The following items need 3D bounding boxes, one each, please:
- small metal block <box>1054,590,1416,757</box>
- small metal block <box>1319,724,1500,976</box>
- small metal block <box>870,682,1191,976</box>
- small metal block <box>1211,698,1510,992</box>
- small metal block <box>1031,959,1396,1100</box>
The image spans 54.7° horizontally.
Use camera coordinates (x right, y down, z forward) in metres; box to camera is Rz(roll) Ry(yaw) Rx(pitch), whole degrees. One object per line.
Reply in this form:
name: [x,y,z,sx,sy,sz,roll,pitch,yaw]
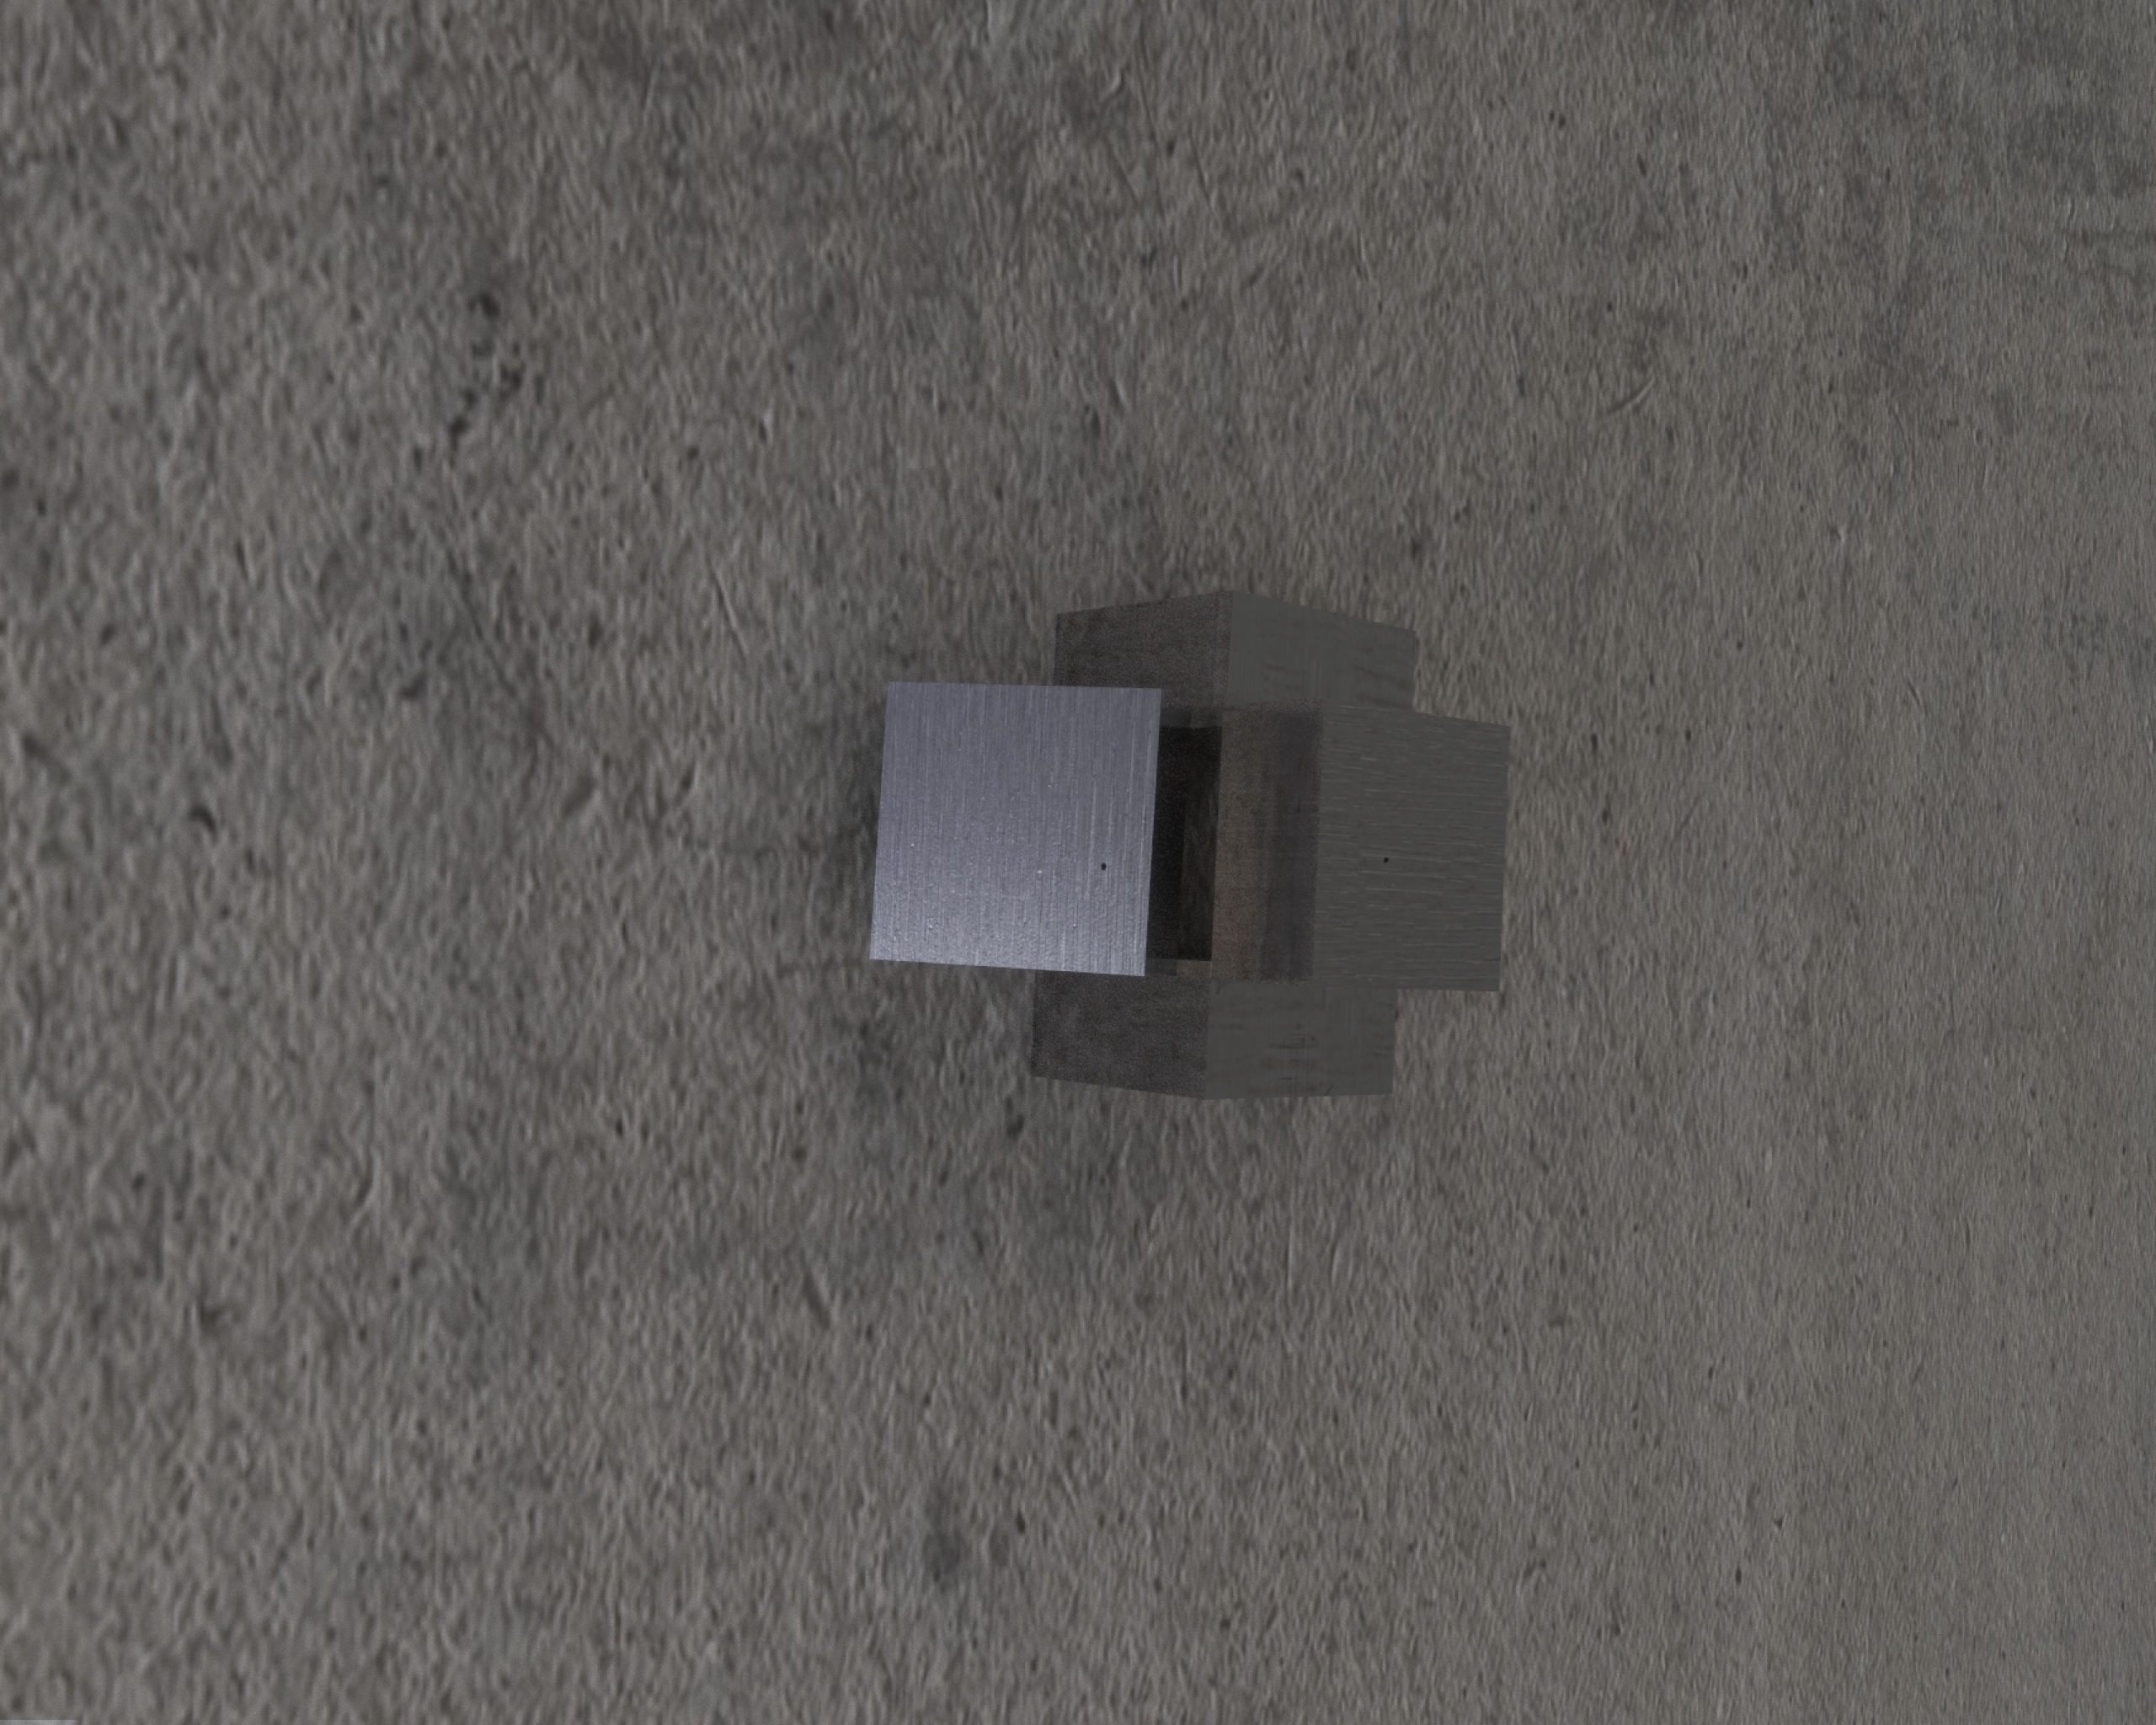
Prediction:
small metal block: [0.031,-0.035,0.414,0.050,0.050,0.025,6,86,-40]
small metal block: [0.069,-0.002,0.443,0.025,0.050,0.050,2,89,-5]
small metal block: [-0.008,-0.006,0.378,0.025,0.050,0.050,14,80,-75]
small metal block: [0.052,-0.002,0.383,0.050,0.025,0.050,4,87,-40]
small metal block: [0.027,0.031,0.410,0.050,0.050,0.025,4,88,-40]
